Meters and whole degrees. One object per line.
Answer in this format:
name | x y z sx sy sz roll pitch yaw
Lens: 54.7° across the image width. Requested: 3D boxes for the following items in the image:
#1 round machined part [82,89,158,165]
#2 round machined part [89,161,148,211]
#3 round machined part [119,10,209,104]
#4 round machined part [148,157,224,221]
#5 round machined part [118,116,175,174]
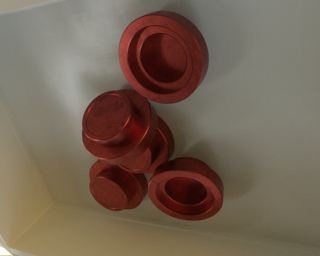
round machined part | -0.056 -0.007 0.384 0.098 0.098 0.042 3 156 27
round machined part | -0.072 0.093 0.494 0.098 0.042 0.097 13 124 21
round machined part | 0.007 -0.080 0.344 0.098 0.042 0.097 13 124 21
round machined part | 0.036 0.077 0.418 0.098 0.042 0.097 8 129 10
round machined part | -0.033 0.024 0.430 0.098 0.042 0.097 13 124 21
